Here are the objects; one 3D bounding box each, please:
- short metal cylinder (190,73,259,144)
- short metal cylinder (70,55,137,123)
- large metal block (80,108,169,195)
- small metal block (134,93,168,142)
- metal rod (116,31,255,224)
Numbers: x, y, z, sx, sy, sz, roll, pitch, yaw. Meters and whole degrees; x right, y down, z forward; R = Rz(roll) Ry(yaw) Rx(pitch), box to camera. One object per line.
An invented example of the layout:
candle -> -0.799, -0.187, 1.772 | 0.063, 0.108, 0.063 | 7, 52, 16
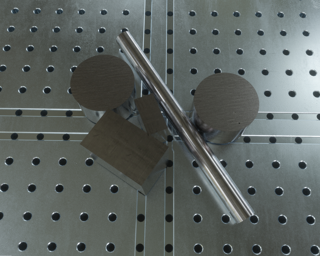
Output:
short metal cylinder -> 0.082, -0.025, 0.404 | 0.081, 0.050, 0.080 | 0, 70, 0
short metal cylinder -> -0.072, -0.050, 0.412 | 0.081, 0.050, 0.080 | 0, 70, 0
large metal block -> -0.037, 0.032, 0.366 | 0.080, 0.080, 0.050 | 32, 74, 11
small metal block -> -0.011, -0.009, 0.397 | 0.025, 0.050, 0.050 | -20, 72, -7
metal rod -> 0.024, -0.013, 0.412 | 0.025, 0.025, 0.299 | -30, 73, -10
